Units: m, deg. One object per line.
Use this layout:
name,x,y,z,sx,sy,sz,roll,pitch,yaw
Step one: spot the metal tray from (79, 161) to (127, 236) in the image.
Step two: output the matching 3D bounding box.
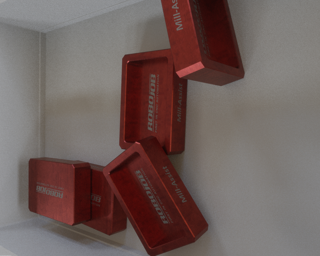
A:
metal tray,-0.107,0.105,0.489,0.130,0.030,0.089,5,93,39

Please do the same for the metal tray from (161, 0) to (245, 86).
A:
metal tray,0.043,-0.114,0.327,0.030,0.091,0.129,-18,79,38

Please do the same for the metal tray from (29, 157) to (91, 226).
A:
metal tray,-0.164,0.096,0.496,0.130,0.030,0.089,0,90,39

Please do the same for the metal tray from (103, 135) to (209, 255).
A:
metal tray,-0.010,0.086,0.386,0.090,0.030,0.130,-39,78,40

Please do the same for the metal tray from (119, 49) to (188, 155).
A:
metal tray,-0.010,-0.033,0.409,0.090,0.030,0.129,4,92,39
